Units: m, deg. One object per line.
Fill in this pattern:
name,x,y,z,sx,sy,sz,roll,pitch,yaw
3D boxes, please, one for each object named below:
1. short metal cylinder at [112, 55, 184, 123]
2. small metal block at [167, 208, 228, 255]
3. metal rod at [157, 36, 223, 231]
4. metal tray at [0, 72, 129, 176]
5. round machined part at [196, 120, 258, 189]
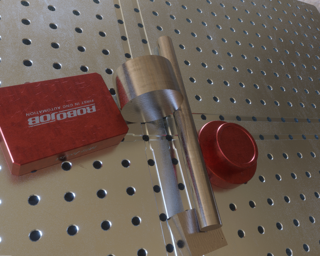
short metal cylinder,-0.016,-0.048,0.395,0.081,0.080,0.050,-3,64,-30
small metal block,0.043,0.121,0.359,0.050,0.025,0.050,-7,66,-32
metal rod,0.031,-0.015,0.418,0.025,0.025,0.299,6,54,-25
metal tray,-0.112,-0.010,0.351,0.131,0.030,0.090,-18,71,-35
round machined part,0.096,0.031,0.432,0.099,0.042,0.098,14,56,-21
